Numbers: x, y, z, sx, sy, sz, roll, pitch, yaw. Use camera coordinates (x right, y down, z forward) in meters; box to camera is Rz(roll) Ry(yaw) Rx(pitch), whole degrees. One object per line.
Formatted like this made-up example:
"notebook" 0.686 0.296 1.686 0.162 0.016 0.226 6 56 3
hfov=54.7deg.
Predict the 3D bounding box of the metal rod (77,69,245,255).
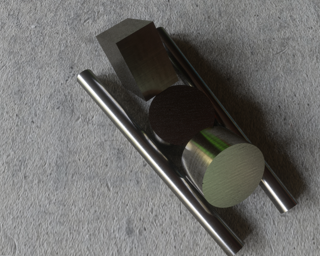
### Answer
"metal rod" -0.009 0.034 0.396 0.025 0.025 0.300 -39 75 -13

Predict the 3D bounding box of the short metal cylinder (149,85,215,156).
"short metal cylinder" 0.026 -0.008 0.399 0.081 0.050 0.080 0 70 0

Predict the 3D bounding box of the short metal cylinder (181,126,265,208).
"short metal cylinder" 0.072 0.044 0.358 0.080 0.080 0.050 -30 31 -10

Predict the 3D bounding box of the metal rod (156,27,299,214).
"metal rod" 0.076 -0.022 0.417 0.025 0.025 0.299 -31 73 -11

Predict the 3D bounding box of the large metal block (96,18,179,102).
"large metal block" -0.030 -0.090 0.396 0.050 0.080 0.080 -35 32 -12
